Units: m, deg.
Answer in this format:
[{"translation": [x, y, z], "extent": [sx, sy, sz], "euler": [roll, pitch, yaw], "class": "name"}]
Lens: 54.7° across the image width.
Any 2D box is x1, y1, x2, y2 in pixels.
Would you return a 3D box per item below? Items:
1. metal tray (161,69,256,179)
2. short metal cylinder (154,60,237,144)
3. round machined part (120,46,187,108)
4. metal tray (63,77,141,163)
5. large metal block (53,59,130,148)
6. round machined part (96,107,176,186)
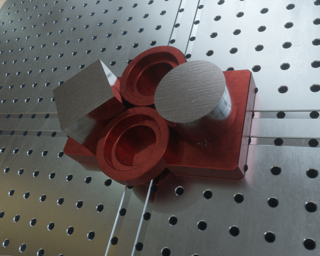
[{"translation": [0.061, -0.008, 0.375], "extent": [0.090, 0.030, 0.130], "euler": [1, 62, 28], "class": "metal tray"}, {"translation": [0.041, -0.029, 0.349], "extent": [0.080, 0.050, 0.080], "euler": [-13, 56, 21], "class": "short metal cylinder"}, {"translation": [-0.002, -0.061, 0.424], "extent": [0.098, 0.042, 0.098], "euler": [-13, 56, 21], "class": "round machined part"}, {"translation": [-0.077, -0.014, 0.454], "extent": [0.090, 0.030, 0.130], "euler": [1, 62, 27], "class": "metal tray"}, {"translation": [-0.092, -0.034, 0.423], "extent": [0.080, 0.050, 0.080], "euler": [-32, 52, 7], "class": "large metal block"}, {"translation": [-0.026, 0.025, 0.384], "extent": [0.098, 0.042, 0.098], "euler": [-13, 56, 21], "class": "round machined part"}]
